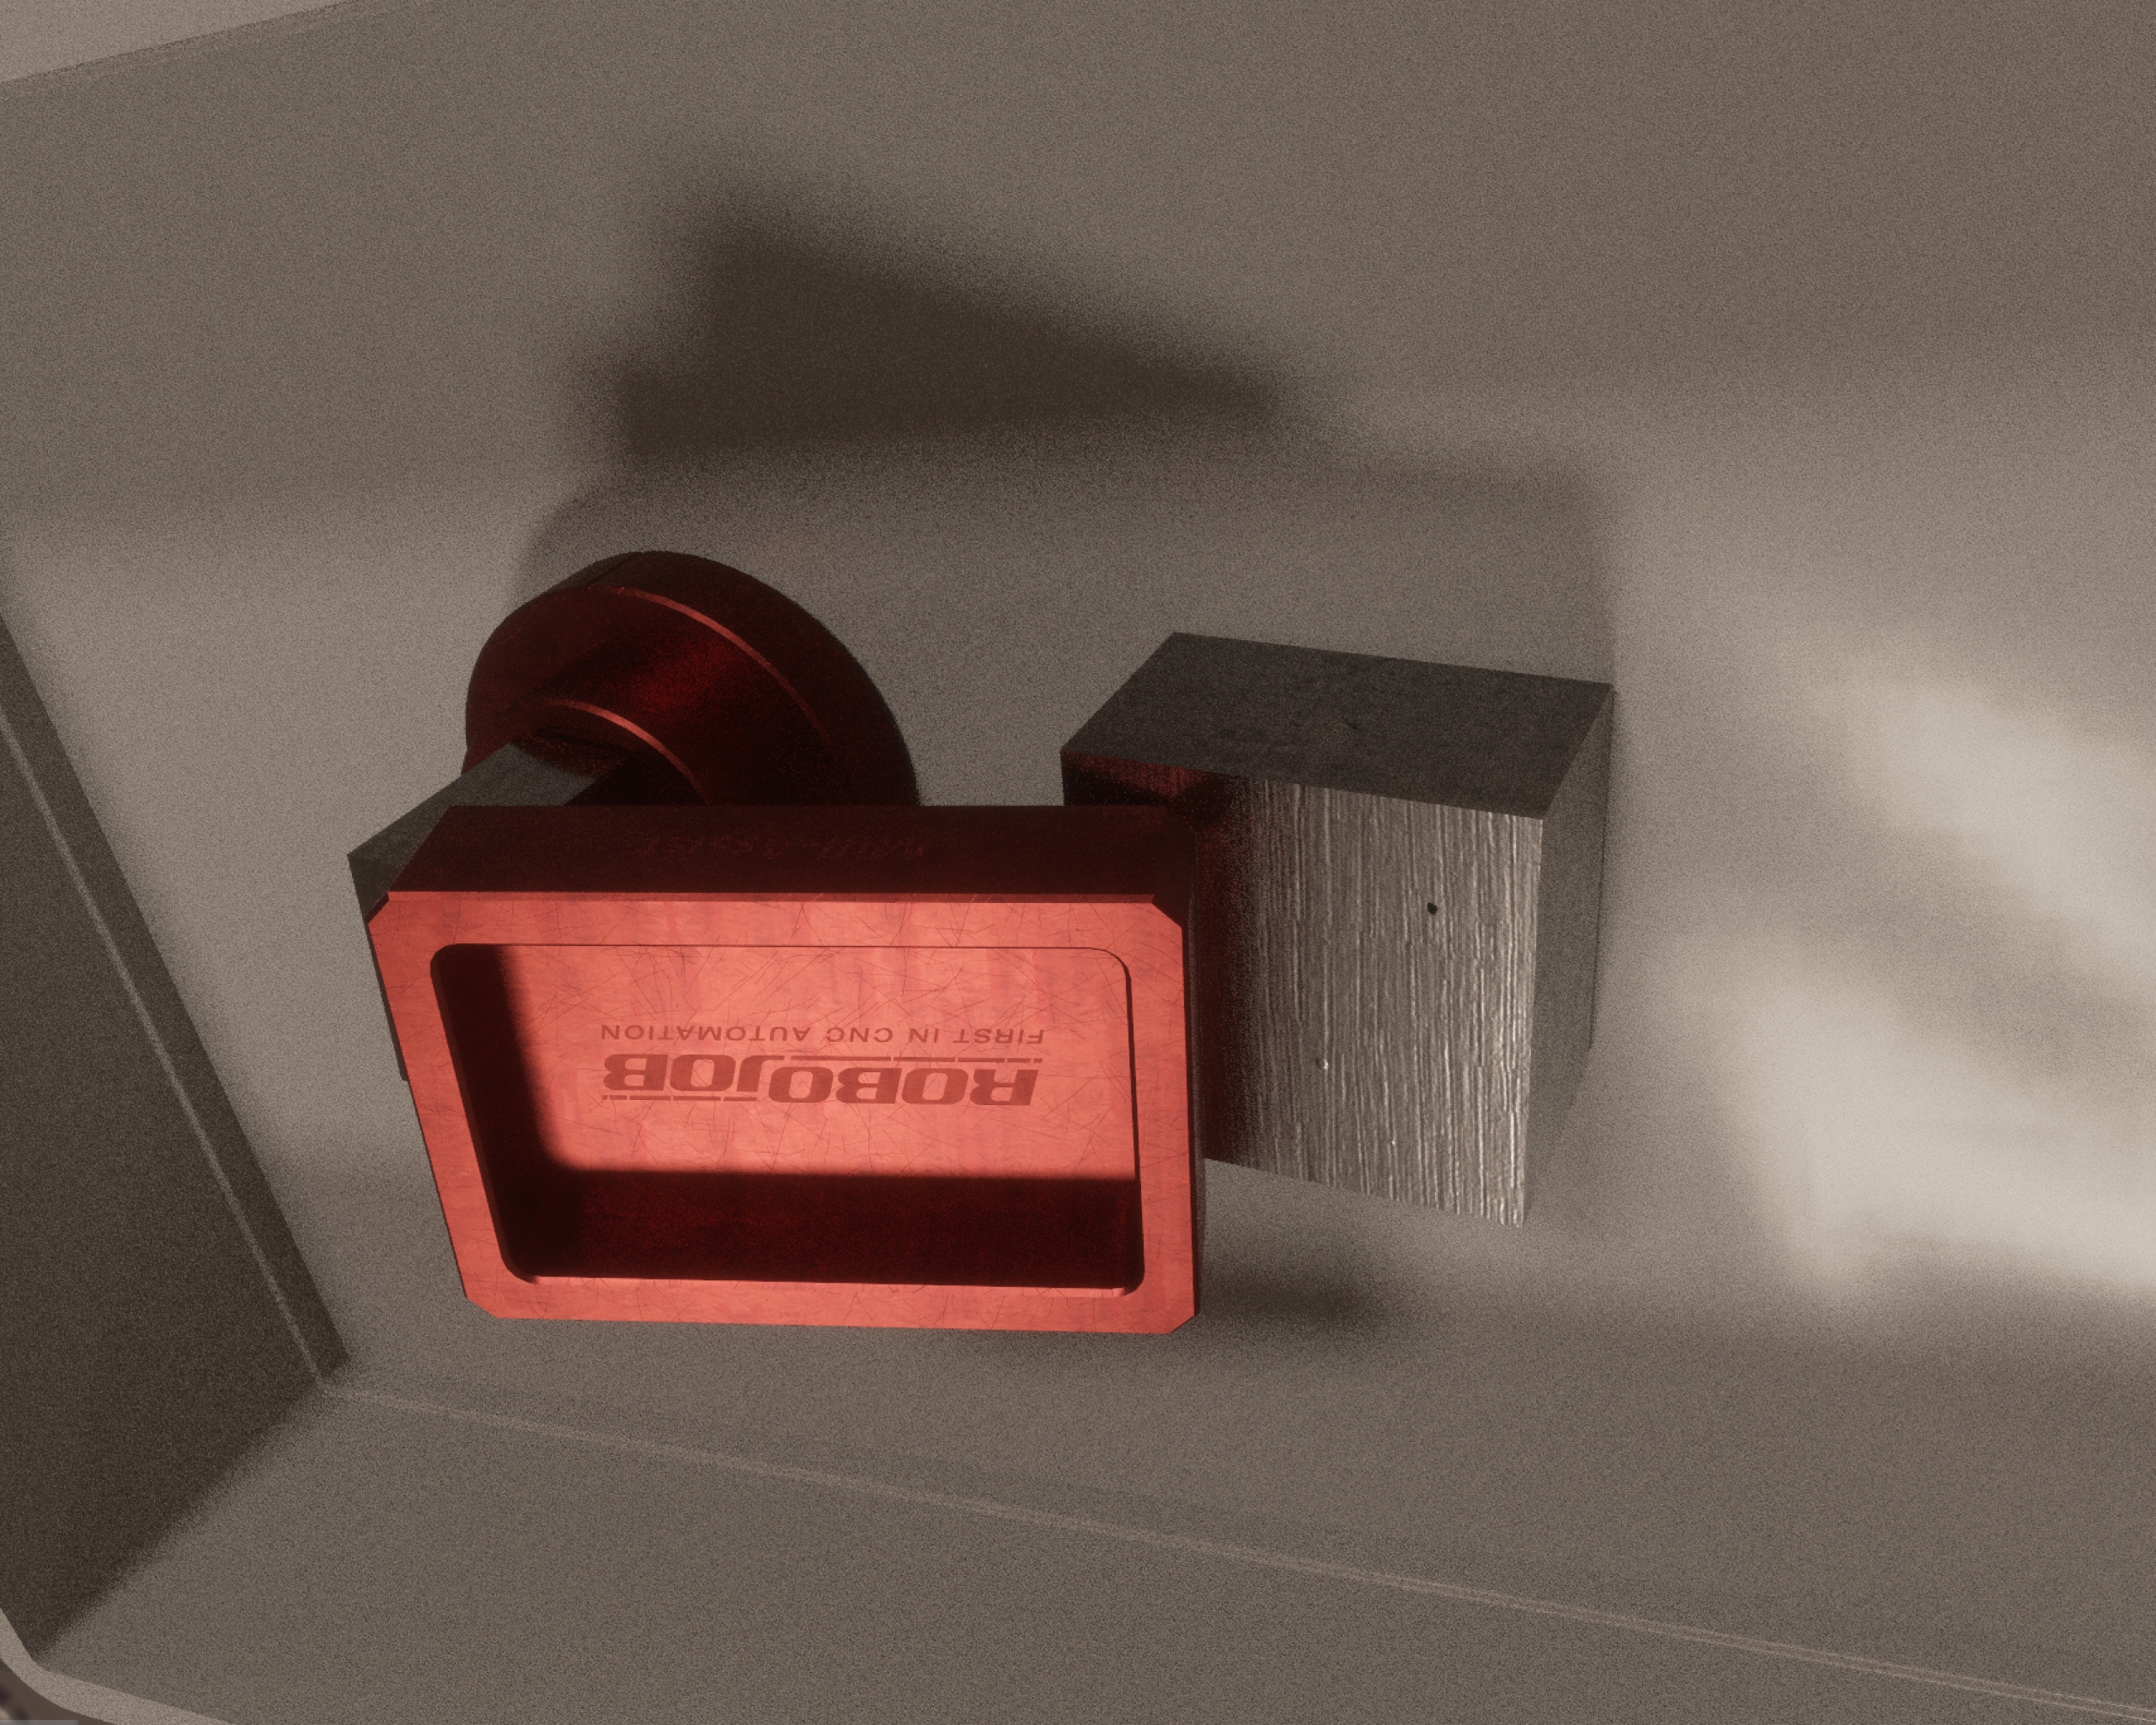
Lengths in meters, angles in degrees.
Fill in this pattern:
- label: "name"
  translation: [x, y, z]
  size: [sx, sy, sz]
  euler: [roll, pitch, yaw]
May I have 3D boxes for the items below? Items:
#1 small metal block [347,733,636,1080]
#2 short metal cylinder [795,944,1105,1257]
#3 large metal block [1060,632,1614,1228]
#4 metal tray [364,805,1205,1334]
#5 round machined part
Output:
- label: "small metal block"
  translation: [-0.107, 0.010, 0.397]
  size: [0.025, 0.050, 0.050]
  euler: [12, 123, 21]
- label: "short metal cylinder"
  translation: [-0.027, 0.048, 0.418]
  size: [0.080, 0.050, 0.079]
  euler: [6, 132, 7]
- label: "large metal block"
  translation: [0.047, 0.010, 0.369]
  size: [0.080, 0.050, 0.079]
  euler: [9, 123, 23]
- label: "metal tray"
  translation: [-0.045, 0.036, 0.357]
  size: [0.131, 0.030, 0.089]
  euler: [0, 121, 6]
- label: "round machined part"
  translation: [-0.087, -0.012, 0.432]
  size: [0.098, 0.042, 0.097]
  euler: [13, 124, 20]
